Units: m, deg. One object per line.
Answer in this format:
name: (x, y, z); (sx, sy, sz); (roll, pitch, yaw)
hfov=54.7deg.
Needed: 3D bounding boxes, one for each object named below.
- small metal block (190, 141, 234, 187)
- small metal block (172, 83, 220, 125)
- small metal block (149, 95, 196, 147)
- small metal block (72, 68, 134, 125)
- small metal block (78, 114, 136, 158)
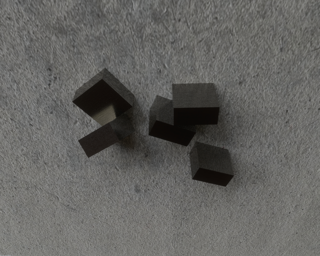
small metal block: (0.071, 0.050, 0.434); (0.050, 0.050, 0.025); (14, 129, -12)
small metal block: (0.040, -0.029, 0.366); (0.050, 0.050, 0.025); (-1, 130, 0)
small metal block: (0.015, -0.009, 0.383); (0.050, 0.050, 0.025); (17, 128, -14)
small metal block: (-0.068, -0.036, 0.376); (0.050, 0.025, 0.050); (-32, 124, 24)
small metal block: (-0.066, 0.010, 0.394); (0.050, 0.050, 0.025); (-28, 93, 22)
